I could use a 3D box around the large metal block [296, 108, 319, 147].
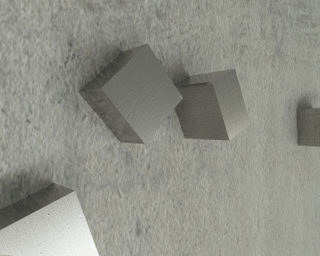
[{"bbox_3d":[0.347,-0.004,0.684,0.081,0.050,0.079,-7,94,-40],"label":"large metal block"}]

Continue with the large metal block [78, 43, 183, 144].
[{"bbox_3d":[-0.031,-0.038,0.364,0.080,0.050,0.080,-51,120,-28],"label":"large metal block"}]

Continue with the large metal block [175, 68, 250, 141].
[{"bbox_3d":[0.067,-0.031,0.427,0.050,0.080,0.080,-32,110,-36],"label":"large metal block"}]

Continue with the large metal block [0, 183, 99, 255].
[{"bbox_3d":[-0.114,0.110,0.294,0.081,0.050,0.080,-26,107,-37],"label":"large metal block"}]
